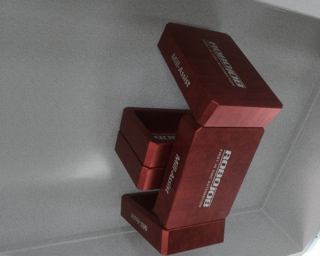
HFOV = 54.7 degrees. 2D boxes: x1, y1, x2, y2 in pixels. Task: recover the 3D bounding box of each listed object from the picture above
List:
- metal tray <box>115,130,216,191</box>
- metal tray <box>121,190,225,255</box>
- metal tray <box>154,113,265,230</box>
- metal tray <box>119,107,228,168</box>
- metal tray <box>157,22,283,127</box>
[{"bbox_3d":[0.018,0.036,0.398,0.131,0.090,0.030,1,118,-29],"label":"metal tray"},{"bbox_3d":[0.012,0.120,0.418,0.091,0.130,0.030,0,97,-29],"label":"metal tray"},{"bbox_3d":[0.052,0.049,0.345,0.091,0.030,0.129,0,118,-30],"label":"metal tray"},{"bbox_3d":[0.026,0.008,0.385,0.131,0.090,0.030,1,118,-29],"label":"metal tray"},{"bbox_3d":[0.060,-0.059,0.334,0.091,0.130,0.030,0,138,-29],"label":"metal tray"}]
